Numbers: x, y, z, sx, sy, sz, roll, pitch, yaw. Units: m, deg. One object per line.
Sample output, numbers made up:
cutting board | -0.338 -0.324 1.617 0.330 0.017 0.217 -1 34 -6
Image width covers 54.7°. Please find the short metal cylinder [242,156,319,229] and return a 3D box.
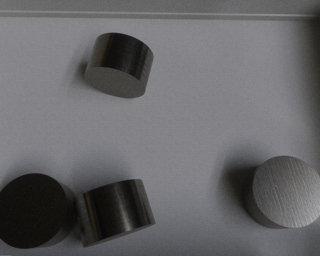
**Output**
short metal cylinder | 0.144 0.078 0.369 0.081 0.050 0.080 0 70 0

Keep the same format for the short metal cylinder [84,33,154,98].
short metal cylinder | -0.053 -0.080 0.409 0.080 0.080 0.050 11 71 4

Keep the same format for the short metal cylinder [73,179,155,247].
short metal cylinder | -0.051 0.095 0.345 0.080 0.080 0.050 -17 71 -6

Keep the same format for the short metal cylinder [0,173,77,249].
short metal cylinder | -0.141 0.097 0.360 0.081 0.050 0.080 0 70 0
